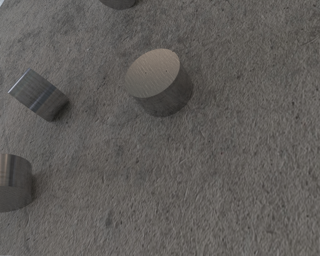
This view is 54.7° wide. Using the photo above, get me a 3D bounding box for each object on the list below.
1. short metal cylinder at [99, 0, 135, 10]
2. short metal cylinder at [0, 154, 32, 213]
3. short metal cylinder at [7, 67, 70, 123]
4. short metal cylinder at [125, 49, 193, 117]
[{"bbox_3d":[-0.079,-0.269,0.575,0.080,0.080,0.050,-2,61,27],"label":"short metal cylinder"},{"bbox_3d":[-0.225,0.079,0.438,0.080,0.080,0.050,-25,53,13],"label":"short metal cylinder"},{"bbox_3d":[-0.196,-0.053,0.504,0.080,0.080,0.050,30,79,37],"label":"short metal cylinder"},{"bbox_3d":[-0.001,-0.062,0.426,0.080,0.050,0.080,-13,56,21],"label":"short metal cylinder"}]
